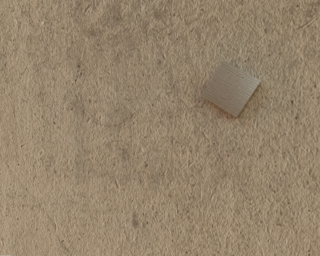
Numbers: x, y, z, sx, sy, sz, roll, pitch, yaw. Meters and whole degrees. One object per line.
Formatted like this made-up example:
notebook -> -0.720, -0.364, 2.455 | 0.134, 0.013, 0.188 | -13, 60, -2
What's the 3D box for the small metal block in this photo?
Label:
small metal block -> 0.087, -0.047, 0.378 | 0.050, 0.025, 0.050 | 35, 101, 16
